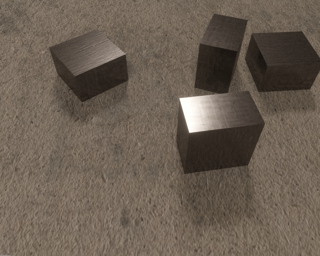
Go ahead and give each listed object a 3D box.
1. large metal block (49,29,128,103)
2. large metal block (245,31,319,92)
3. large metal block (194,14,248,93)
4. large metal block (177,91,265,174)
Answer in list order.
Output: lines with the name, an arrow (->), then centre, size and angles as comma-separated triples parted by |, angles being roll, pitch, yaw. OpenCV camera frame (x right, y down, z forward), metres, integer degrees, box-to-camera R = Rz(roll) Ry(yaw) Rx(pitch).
large metal block -> -0.105, -0.096, 0.466 | 0.081, 0.050, 0.080 | -30, 57, -23
large metal block -> 0.186, -0.103, 0.476 | 0.081, 0.050, 0.080 | -3, 50, -3
large metal block -> 0.090, -0.109, 0.460 | 0.050, 0.080, 0.080 | 16, 52, 12
large metal block -> 0.065, 0.007, 0.363 | 0.081, 0.080, 0.050 | -7, 51, -6
